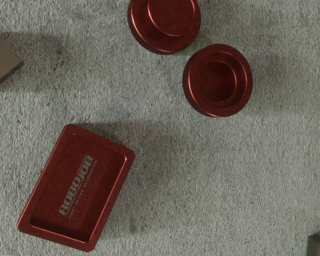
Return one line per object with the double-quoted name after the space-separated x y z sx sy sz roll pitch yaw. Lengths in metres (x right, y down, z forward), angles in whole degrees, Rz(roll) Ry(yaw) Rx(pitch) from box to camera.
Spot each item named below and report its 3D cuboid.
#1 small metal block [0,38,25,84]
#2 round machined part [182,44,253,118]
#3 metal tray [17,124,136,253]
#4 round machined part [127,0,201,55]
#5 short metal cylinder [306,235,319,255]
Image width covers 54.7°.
-0.188 -0.075 0.339 0.050 0.025 0.050 -46 105 -14 "small metal block"
0.075 -0.063 0.429 0.099 0.042 0.097 0 90 -21 "round machined part"
-0.097 0.070 0.371 0.090 0.030 0.130 26 81 -19 "metal tray"
0.010 -0.148 0.405 0.099 0.042 0.097 0 90 -21 "round machined part"
0.273 0.205 0.483 0.081 0.080 0.050 9 87 -20 "short metal cylinder"
